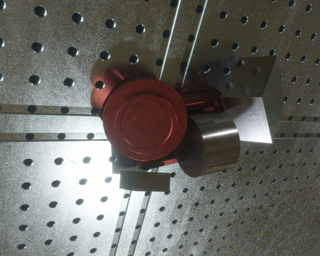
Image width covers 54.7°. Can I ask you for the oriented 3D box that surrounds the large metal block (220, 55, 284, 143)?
[{"bbox_3d":[0.126,-0.038,0.410,0.080,0.050,0.080,-60,139,-33],"label":"large metal block"}]

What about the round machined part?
[{"bbox_3d":[-0.016,-0.008,0.357,0.099,0.042,0.097,-1,103,-5],"label":"round machined part"}]

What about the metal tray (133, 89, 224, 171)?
[{"bbox_3d":[0.030,0.001,0.422,0.131,0.030,0.089,-11,123,-23],"label":"metal tray"}]

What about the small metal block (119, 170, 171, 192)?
[{"bbox_3d":[-0.021,0.072,0.421,0.050,0.050,0.025,8,80,-31],"label":"small metal block"}]

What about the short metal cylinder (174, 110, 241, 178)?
[{"bbox_3d":[0.057,0.019,0.398,0.050,0.080,0.079,-9,123,-25],"label":"short metal cylinder"}]
